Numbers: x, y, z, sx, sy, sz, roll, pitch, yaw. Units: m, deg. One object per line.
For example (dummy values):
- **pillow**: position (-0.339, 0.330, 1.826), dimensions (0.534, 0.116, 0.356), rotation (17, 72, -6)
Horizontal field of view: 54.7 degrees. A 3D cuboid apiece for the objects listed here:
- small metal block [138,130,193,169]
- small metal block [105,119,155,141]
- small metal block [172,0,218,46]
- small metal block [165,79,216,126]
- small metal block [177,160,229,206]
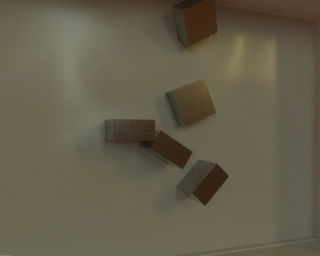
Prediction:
- **small metal block**: position (0.006, 0.027, 0.399), dimensions (0.050, 0.050, 0.025), rotation (34, 79, -17)
- **small metal block**: position (-0.038, 0.002, 0.383), dimensions (0.050, 0.050, 0.025), rotation (1, 90, -20)
- **small metal block**: position (0.048, -0.145, 0.416), dimensions (0.050, 0.025, 0.050), rotation (-30, 132, -17)
- **small metal block**: position (0.042, -0.035, 0.426), dimensions (0.050, 0.025, 0.050), rotation (-23, 98, -19)
- **small metal block**: position (0.057, 0.072, 0.418), dimensions (0.025, 0.050, 0.050), rotation (46, 76, -15)
